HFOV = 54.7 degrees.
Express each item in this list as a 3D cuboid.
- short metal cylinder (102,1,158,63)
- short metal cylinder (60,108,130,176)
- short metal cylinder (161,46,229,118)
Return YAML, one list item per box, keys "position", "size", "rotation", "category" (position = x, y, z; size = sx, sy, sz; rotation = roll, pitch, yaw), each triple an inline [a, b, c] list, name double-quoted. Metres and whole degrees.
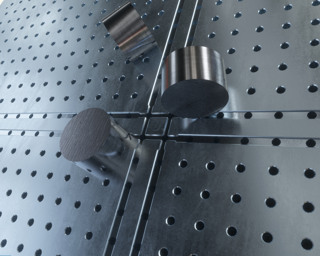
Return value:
- position: [-0.047, -0.151, 0.488]
  size: [0.050, 0.080, 0.080]
  rotation: [-34, 52, 6]
  category: "short metal cylinder"
- position: [-0.088, 0.019, 0.425]
  size: [0.080, 0.050, 0.080]
  rotation: [-13, 56, 20]
  category: "short metal cylinder"
- position: [0.042, -0.054, 0.383]
  size: [0.080, 0.080, 0.050]
  rotation: [-12, 56, 21]
  category: "short metal cylinder"
